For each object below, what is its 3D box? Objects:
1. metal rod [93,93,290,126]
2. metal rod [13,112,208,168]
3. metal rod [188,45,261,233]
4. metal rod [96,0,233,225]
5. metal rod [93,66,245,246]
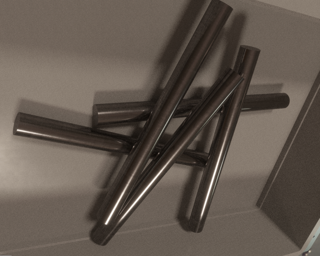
[{"bbox_3d":[0.060,-0.029,0.425,0.303,0.025,0.025,-6,121,-26],"label":"metal rod"},{"bbox_3d":[-0.029,0.026,0.409,0.302,0.025,0.025,14,111,-35],"label":"metal rod"},{"bbox_3d":[0.084,0.033,0.443,0.025,0.025,0.298,-4,120,-27],"label":"metal rod"},{"bbox_3d":[-0.003,-0.007,0.370,0.025,0.025,0.298,18,109,-36],"label":"metal rod"},{"bbox_3d":[0.002,0.047,0.407,0.025,0.025,0.299,25,111,-37],"label":"metal rod"}]
